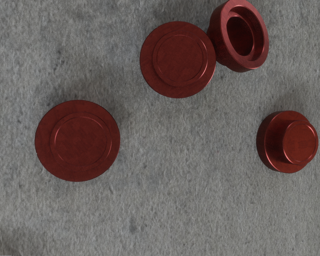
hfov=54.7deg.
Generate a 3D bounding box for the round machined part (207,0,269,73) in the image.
[{"bbox_3d":[0.104,-0.124,0.431,0.099,0.042,0.097,6,80,-35],"label":"round machined part"}]

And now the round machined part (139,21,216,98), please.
[{"bbox_3d":[0.023,-0.087,0.395,0.099,0.042,0.097,0,97,-3],"label":"round machined part"}]

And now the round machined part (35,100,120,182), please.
[{"bbox_3d":[-0.095,0.015,0.365,0.099,0.042,0.097,0,90,-21],"label":"round machined part"}]

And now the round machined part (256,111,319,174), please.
[{"bbox_3d":[0.202,0.022,0.477,0.099,0.042,0.097,0,90,-21],"label":"round machined part"}]
